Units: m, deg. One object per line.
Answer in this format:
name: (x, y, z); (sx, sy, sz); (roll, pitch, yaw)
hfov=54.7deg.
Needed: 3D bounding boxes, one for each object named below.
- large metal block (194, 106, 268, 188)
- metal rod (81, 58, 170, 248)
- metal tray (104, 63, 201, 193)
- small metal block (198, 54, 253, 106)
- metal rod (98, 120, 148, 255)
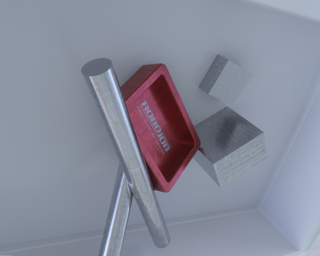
large metal block: (0.091, 0.024, 0.440); (0.080, 0.080, 0.050); (-31, 129, -9)
metal rod: (-0.023, 0.057, 0.345); (0.025, 0.025, 0.298); (-26, 135, -12)
metal tray: (-0.004, 0.001, 0.368); (0.090, 0.030, 0.130); (-51, 128, -33)
small metal block: (0.089, -0.064, 0.419); (0.050, 0.025, 0.050); (18, 109, -36)
metal rod: (-0.054, 0.125, 0.365); (0.025, 0.025, 0.299); (18, 79, -36)
